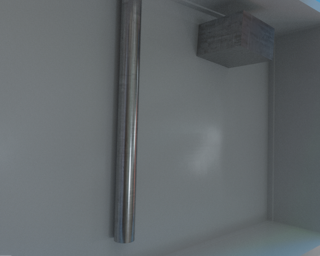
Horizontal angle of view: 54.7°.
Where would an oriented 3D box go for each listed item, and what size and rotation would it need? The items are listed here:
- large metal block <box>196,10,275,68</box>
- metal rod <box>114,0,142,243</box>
[{"bbox_3d":[0.114,-0.130,0.469,0.081,0.080,0.050,8,85,-40],"label":"large metal block"},{"bbox_3d":[-0.039,-0.015,0.375,0.025,0.025,0.298,3,88,-40],"label":"metal rod"}]
